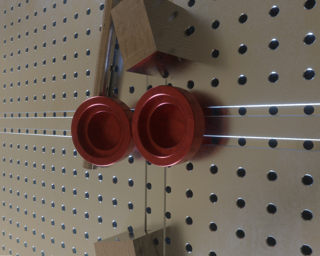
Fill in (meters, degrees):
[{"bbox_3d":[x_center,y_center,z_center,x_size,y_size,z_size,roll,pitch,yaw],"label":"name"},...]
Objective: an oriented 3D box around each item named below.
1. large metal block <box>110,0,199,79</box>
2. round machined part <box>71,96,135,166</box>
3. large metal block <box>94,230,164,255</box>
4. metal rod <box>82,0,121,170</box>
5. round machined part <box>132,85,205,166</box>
[{"bbox_3d":[-0.005,-0.111,0.378,0.050,0.081,0.080,-24,75,37],"label":"large metal block"},{"bbox_3d":[-0.076,0.003,0.449,0.098,0.042,0.097,2,94,22],"label":"round machined part"},{"bbox_3d":[-0.039,0.190,0.426,0.080,0.050,0.080,-20,77,38],"label":"large metal block"},{"bbox_3d":[-0.089,-0.082,0.482,0.025,0.025,0.298,16,100,39],"label":"metal rod"},{"bbox_3d":[0.014,-0.003,0.387,0.098,0.042,0.097,0,90,40],"label":"round machined part"}]
